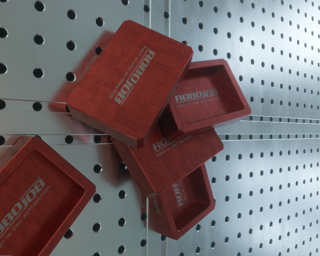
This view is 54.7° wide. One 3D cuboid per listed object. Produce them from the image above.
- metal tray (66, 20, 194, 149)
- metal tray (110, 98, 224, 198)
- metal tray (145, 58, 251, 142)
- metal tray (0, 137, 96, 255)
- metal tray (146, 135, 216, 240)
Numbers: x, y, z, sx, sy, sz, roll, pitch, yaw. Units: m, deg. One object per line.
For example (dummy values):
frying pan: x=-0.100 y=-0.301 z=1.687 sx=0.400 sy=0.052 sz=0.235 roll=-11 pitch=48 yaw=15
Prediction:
metal tray: x=-0.030 y=-0.052 z=0.348 sx=0.090 sy=0.030 sz=0.130 roll=26 pitch=67 yaw=7
metal tray: x=0.014 y=0.018 z=0.398 sx=0.131 sy=0.030 sz=0.090 roll=-28 pitch=85 yaw=-37
metal tray: x=0.052 y=-0.041 z=0.409 sx=0.131 sy=0.030 sz=0.090 roll=-14 pitch=75 yaw=-35
metal tray: x=-0.134 y=0.083 z=0.294 sx=0.090 sy=0.030 sz=0.130 roll=50 pitch=60 yaw=-29
metal tray: x=0.024 y=0.074 z=0.428 sx=0.091 sy=0.030 sz=0.129 roll=-27 pitch=107 yaw=-37
